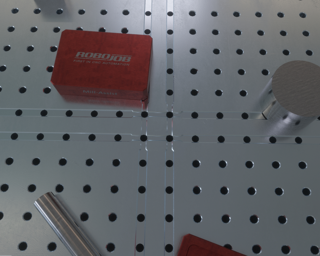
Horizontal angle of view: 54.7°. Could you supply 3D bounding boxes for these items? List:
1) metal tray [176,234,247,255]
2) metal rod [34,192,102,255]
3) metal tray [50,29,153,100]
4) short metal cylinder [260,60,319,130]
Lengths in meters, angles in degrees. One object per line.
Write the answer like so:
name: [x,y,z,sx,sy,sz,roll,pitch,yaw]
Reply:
metal tray: [0.074,0.183,0.342,0.131,0.030,0.090,19,71,6]
metal rod: [-0.042,0.191,0.341,0.025,0.025,0.300,-41,75,-13]
metal tray: [-0.079,-0.091,0.442,0.131,0.030,0.090,4,70,1]
short metal cylinder: [0.182,-0.043,0.416,0.081,0.050,0.080,0,70,0]
